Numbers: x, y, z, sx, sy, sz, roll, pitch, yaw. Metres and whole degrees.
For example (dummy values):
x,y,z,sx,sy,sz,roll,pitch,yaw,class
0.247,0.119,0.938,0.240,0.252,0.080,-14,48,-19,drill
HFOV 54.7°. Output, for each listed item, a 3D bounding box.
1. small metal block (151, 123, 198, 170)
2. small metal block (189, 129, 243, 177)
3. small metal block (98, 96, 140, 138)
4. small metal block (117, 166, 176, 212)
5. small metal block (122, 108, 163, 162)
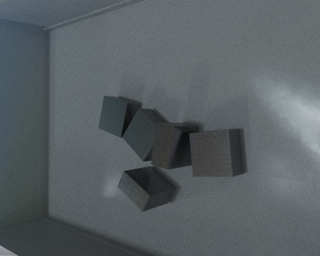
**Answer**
x,y,z,sx,sy,sz,roll,pitch,yaw,class
0.018,0.020,0.372,0.025,0.050,0.050,12,98,38,small metal block
0.063,0.029,0.350,0.050,0.025,0.050,-7,86,39,small metal block
-0.060,-0.017,0.451,0.050,0.025,0.050,20,102,38,small metal block
-0.017,0.077,0.400,0.050,0.050,0.025,37,114,33,small metal block
-0.017,0.009,0.415,0.050,0.025,0.050,46,117,30,small metal block
